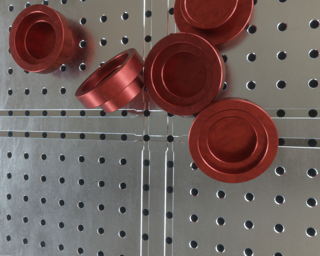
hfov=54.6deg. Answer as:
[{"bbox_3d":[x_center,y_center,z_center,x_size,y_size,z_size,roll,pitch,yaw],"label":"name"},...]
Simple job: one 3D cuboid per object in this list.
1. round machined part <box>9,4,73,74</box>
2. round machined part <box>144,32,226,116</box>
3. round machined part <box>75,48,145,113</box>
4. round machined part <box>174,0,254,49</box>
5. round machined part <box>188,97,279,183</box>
[{"bbox_3d":[-0.172,-0.129,0.465,0.098,0.042,0.097,0,90,20],"label":"round machined part"},{"bbox_3d":[0.033,-0.067,0.386,0.098,0.042,0.097,5,103,22],"label":"round machined part"},{"bbox_3d":[-0.059,-0.057,0.406,0.098,0.098,0.042,-30,116,17],"label":"round machined part"},{"bbox_3d":[0.063,-0.150,0.381,0.098,0.042,0.097,0,90,20],"label":"round machined part"},{"bbox_3d":[0.084,0.012,0.365,0.098,0.042,0.097,2,104,10],"label":"round machined part"}]
